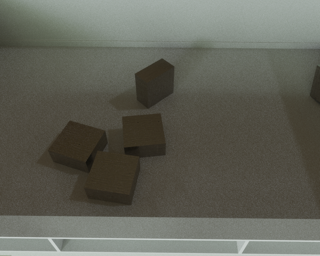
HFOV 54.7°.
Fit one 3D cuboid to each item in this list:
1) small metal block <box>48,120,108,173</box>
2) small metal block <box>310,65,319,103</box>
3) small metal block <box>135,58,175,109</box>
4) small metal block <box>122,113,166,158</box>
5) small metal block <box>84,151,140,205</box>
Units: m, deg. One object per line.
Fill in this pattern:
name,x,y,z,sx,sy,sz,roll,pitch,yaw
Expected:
small metal block,-0.100,0.023,0.385,0.050,0.025,0.050,16,52,12
small metal block,0.250,-0.068,0.444,0.050,0.050,0.025,-15,38,-11
small metal block,-0.007,-0.063,0.442,0.050,0.050,0.025,-35,58,-26
small metal block,-0.021,0.010,0.396,0.050,0.025,0.050,-5,50,-5
small metal block,-0.053,0.057,0.357,0.050,0.025,0.050,7,50,6
